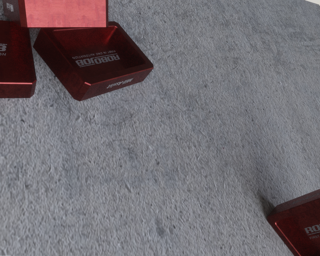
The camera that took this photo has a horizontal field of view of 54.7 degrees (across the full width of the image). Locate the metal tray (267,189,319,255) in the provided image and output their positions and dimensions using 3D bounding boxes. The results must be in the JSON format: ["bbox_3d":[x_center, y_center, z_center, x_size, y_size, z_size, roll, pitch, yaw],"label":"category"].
[{"bbox_3d":[0.206,0.122,0.373,0.030,0.129,0.090,-30,79,-38],"label":"metal tray"}]

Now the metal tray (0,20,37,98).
[{"bbox_3d":[-0.210,-0.077,0.335,0.131,0.030,0.090,-4,64,-30],"label":"metal tray"}]

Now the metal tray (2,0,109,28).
[{"bbox_3d":[-0.127,-0.140,0.363,0.091,0.030,0.130,-11,27,-30],"label":"metal tray"}]

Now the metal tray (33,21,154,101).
[{"bbox_3d":[-0.078,-0.091,0.394,0.090,0.030,0.131,51,38,8],"label":"metal tray"}]
